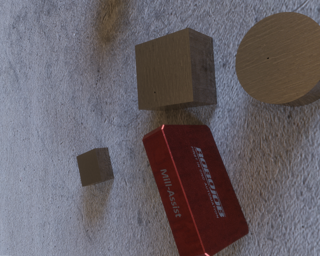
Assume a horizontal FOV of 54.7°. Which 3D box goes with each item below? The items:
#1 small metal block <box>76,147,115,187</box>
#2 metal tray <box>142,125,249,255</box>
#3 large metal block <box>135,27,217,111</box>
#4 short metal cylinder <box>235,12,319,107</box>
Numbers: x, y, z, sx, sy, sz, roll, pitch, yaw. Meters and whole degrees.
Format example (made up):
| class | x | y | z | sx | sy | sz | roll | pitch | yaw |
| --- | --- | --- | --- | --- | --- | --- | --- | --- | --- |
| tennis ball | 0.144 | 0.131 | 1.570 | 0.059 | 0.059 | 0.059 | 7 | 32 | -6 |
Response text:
| class | x | y | z | sx | sy | sz | roll | pitch | yaw |
| --- | --- | --- | --- | --- | --- | --- | --- | --- | --- |
| small metal block | -0.103 | 0.062 | 0.490 | 0.050 | 0.025 | 0.050 | -23 | 76 | 37 |
| metal tray | 0.039 | 0.061 | 0.329 | 0.030 | 0.091 | 0.130 | -30 | 71 | 36 |
| large metal block | 0.018 | -0.065 | 0.374 | 0.080 | 0.050 | 0.080 | -6 | 86 | 40 |
| short metal cylinder | 0.119 | -0.061 | 0.290 | 0.080 | 0.050 | 0.080 | 0 | 90 | 40 |
